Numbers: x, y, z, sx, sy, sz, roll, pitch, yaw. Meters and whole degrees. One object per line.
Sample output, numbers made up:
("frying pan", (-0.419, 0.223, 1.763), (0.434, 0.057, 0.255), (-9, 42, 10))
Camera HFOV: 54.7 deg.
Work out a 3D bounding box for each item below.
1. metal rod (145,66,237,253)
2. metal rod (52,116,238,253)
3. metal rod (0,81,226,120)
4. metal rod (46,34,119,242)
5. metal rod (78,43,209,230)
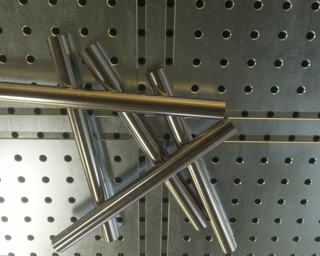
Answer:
("metal rod", (0.050, 0.057, 0.435), (0.025, 0.025, 0.299), (-22, 109, 7))
("metal rod", (-0.028, 0.081, 0.416), (0.300, 0.025, 0.025), (-36, 107, 12))
("metal rod", (-0.073, -0.034, 0.373), (0.302, 0.025, 0.025), (5, 110, -3))
("metal rod", (-0.099, 0.028, 0.422), (0.025, 0.025, 0.298), (-9, 110, 3))
("metal rod", (-0.013, 0.024, 0.421), (0.025, 0.025, 0.299), (-29, 108, 10))
